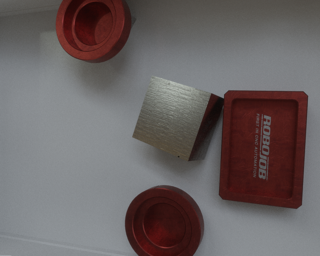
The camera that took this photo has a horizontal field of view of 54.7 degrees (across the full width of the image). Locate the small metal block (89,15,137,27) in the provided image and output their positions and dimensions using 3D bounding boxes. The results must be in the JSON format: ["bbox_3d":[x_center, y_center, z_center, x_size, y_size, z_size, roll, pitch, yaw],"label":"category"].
[{"bbox_3d":[-0.070,-0.145,0.434,0.050,0.025,0.050,34,101,16],"label":"small metal block"}]

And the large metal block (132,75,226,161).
[{"bbox_3d":[0.023,-0.012,0.381,0.080,0.050,0.080,22,97,28],"label":"large metal block"}]

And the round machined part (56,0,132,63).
[{"bbox_3d":[-0.082,-0.133,0.403,0.098,0.042,0.097,0,90,19],"label":"round machined part"}]

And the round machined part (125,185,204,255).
[{"bbox_3d":[0.008,0.122,0.398,0.098,0.042,0.097,0,90,19],"label":"round machined part"}]

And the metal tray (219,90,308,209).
[{"bbox_3d":[0.120,0.022,0.365,0.090,0.030,0.129,3,91,19],"label":"metal tray"}]
